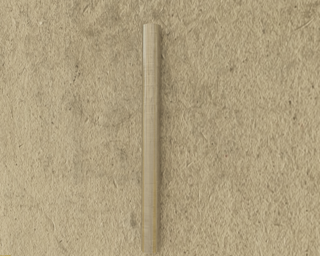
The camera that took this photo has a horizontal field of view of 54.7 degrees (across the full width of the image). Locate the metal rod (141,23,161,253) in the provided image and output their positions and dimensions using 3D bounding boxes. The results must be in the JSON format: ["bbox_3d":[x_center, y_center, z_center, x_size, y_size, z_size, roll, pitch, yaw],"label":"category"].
[{"bbox_3d":[-0.012,0.014,0.413,0.025,0.025,0.298,0,90,19],"label":"metal rod"}]
